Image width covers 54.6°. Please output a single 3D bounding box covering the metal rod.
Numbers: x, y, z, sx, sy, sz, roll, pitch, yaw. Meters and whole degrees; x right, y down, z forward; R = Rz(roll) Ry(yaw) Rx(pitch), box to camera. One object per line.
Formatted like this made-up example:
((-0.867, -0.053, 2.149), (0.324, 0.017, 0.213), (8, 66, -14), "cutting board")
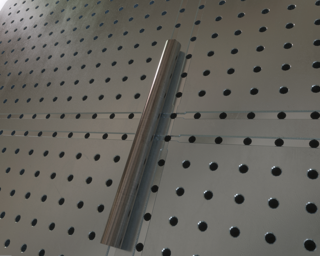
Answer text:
((-0.018, 0.004, 0.416), (0.025, 0.025, 0.300), (2, 63, 29), "metal rod")
